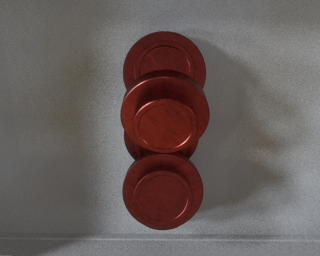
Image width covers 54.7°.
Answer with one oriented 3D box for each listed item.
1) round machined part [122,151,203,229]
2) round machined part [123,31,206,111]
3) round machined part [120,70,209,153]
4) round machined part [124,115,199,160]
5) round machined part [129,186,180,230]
[{"bbox_3d":[0.004,0.078,0.375,0.099,0.042,0.097,0,99,-1],"label":"round machined part"},{"bbox_3d":[0.005,-0.065,0.365,0.099,0.042,0.097,0,94,-1],"label":"round machined part"},{"bbox_3d":[0.005,-0.011,0.342,0.099,0.042,0.097,0,123,0],"label":"round machined part"},{"bbox_3d":[0.002,0.012,0.405,0.099,0.042,0.097,0,109,0],"label":"round machined part"},{"bbox_3d":[0.004,0.102,0.424,0.099,0.042,0.097,0,125,0],"label":"round machined part"}]
